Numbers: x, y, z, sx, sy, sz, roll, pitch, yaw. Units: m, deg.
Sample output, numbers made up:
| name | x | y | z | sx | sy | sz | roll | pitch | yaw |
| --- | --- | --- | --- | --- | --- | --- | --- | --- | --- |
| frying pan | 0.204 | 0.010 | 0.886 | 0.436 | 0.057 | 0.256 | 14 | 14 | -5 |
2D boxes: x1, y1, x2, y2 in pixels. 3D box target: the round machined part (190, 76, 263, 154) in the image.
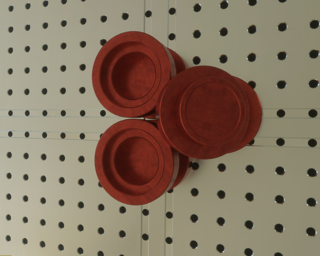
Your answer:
| name | x | y | z | sx | sy | sz | roll | pitch | yaw |
| --- | --- | --- | --- | --- | --- | --- | --- | --- | --- |
| round machined part | 0.073 | -0.017 | 0.378 | 0.098 | 0.042 | 0.097 | 0 | 90 | 20 |

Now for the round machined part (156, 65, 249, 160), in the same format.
| name | x | y | z | sx | sy | sz | roll | pitch | yaw |
| --- | --- | --- | --- | --- | --- | --- | --- | --- | --- |
| round machined part | 0.048 | -0.016 | 0.319 | 0.099 | 0.042 | 0.097 | 0 | 89 | -12 |

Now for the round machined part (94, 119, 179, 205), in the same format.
| name | x | y | z | sx | sy | sz | roll | pitch | yaw |
| --- | --- | --- | --- | --- | --- | --- | --- | --- | --- |
| round machined part | -0.024 | 0.038 | 0.367 | 0.098 | 0.042 | 0.097 | 0 | 90 | 20 |

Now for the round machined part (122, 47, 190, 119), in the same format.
| name | x | y | z | sx | sy | sz | roll | pitch | yaw |
| --- | --- | --- | --- | --- | --- | --- | --- | --- | --- |
| round machined part | -0.011 | -0.061 | 0.409 | 0.098 | 0.042 | 0.097 | 0 | 90 | 20 |

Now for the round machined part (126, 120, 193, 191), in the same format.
| name | x | y | z | sx | sy | sz | roll | pitch | yaw |
| --- | --- | --- | --- | --- | --- | --- | --- | --- | --- |
| round machined part | -0.010 | 0.038 | 0.408 | 0.098 | 0.042 | 0.097 | 0 | 90 | 20 |

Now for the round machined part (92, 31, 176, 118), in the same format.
| name | x | y | z | sx | sy | sz | roll | pitch | yaw |
| --- | --- | --- | --- | --- | --- | --- | --- | --- | --- |
| round machined part | -0.027 | -0.060 | 0.368 | 0.098 | 0.042 | 0.097 | 0 | 90 | 20 |
